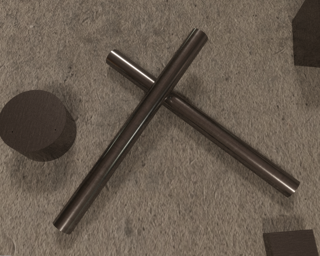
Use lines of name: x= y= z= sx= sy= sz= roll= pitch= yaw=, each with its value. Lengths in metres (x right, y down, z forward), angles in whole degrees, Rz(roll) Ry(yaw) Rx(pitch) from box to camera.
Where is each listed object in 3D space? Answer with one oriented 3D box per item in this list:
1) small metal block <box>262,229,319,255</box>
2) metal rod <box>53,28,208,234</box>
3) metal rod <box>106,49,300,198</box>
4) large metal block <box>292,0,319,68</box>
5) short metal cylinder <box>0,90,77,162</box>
small metal block: x=0.152 y=0.145 z=0.357 sx=0.050 sy=0.025 sz=0.050 roll=-4 pitch=70 yaw=-2
metal rod: x=-0.031 y=-0.003 z=0.389 sx=0.025 sy=0.025 sz=0.300 roll=33 pitch=80 yaw=11
metal rod: x=0.048 y=-0.013 z=0.413 sx=0.300 sy=0.025 sz=0.025 roll=37 pitch=74 yaw=12
large metal block: x=0.228 y=-0.141 z=0.433 sx=0.050 sy=0.080 sz=0.080 roll=6 pitch=70 yaw=2
short metal cylinder: x=-0.153 y=-0.002 z=0.394 sx=0.081 sy=0.050 sz=0.080 roll=0 pitch=70 yaw=0
